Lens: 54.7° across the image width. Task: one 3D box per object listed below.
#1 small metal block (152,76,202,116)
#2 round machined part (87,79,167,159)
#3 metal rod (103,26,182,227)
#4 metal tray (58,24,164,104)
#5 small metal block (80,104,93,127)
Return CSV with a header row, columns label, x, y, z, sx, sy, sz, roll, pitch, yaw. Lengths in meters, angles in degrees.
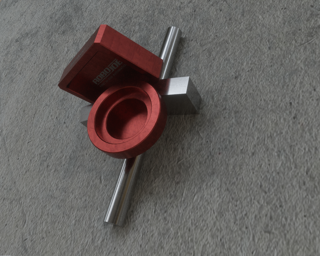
label,x,y,z,sx,sy,sz,roll,pitch,yaw
small metal block,0.021,-0.040,0.401,0.050,0.050,0.025,-1,61,27
round machined part,-0.036,-0.008,0.381,0.098,0.042,0.098,-11,61,20
metal rod,-0.016,-0.018,0.424,0.025,0.025,0.300,2,63,29
metal tray,-0.069,-0.071,0.412,0.130,0.090,0.030,-26,45,50
small metal block,-0.075,-0.013,0.435,0.050,0.050,0.025,-18,55,18
